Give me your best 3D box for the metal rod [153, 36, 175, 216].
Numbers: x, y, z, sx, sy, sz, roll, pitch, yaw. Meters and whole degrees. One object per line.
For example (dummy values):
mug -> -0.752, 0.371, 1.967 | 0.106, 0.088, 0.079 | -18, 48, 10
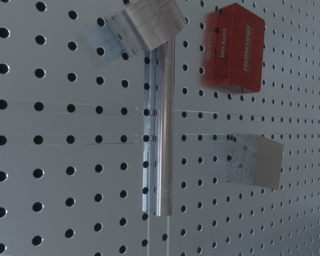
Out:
metal rod -> 0.006, -0.035, 0.414 | 0.025, 0.025, 0.298 | 2, 89, -40

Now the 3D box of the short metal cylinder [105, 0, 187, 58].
short metal cylinder -> -0.016, -0.125, 0.360 | 0.080, 0.080, 0.050 | -48, 119, -29

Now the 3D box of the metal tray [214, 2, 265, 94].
metal tray -> 0.135, -0.130, 0.519 | 0.091, 0.030, 0.129 | 9, 85, -40

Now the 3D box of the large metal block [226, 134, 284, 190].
large metal block -> 0.165, 0.059, 0.532 | 0.080, 0.050, 0.080 | 18, 79, -39
